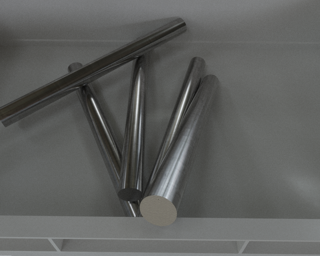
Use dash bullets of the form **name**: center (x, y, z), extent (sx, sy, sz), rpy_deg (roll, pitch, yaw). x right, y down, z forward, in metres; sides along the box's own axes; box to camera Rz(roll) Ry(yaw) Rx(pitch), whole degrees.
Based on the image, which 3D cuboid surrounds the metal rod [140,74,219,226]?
- **metal rod**: center (0.038, -0.007, 0.333), extent (0.025, 0.025, 0.301), rpy_deg (13, 27, 10)

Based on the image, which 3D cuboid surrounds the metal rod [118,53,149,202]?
- **metal rod**: center (-0.030, -0.038, 0.419), extent (0.025, 0.025, 0.300), rpy_deg (0, 45, 0)

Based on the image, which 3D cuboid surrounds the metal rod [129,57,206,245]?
- **metal rod**: center (0.022, -0.001, 0.387), extent (0.025, 0.025, 0.301), rpy_deg (11, 45, 9)

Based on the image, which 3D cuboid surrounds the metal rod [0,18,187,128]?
- **metal rod**: center (-0.083, -0.088, 0.442), extent (0.302, 0.025, 0.025), rpy_deg (-33, 58, -22)

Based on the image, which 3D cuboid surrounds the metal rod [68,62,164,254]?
- **metal rod**: center (-0.069, 0.013, 0.393), extent (0.025, 0.025, 0.300), rpy_deg (-19, 53, -15)
